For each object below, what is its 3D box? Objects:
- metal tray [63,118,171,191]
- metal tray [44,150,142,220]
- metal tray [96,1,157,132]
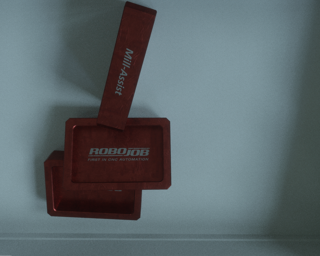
[{"bbox_3d":[-0.052,0.034,0.395,0.131,0.030,0.090,0,79,-3],"label":"metal tray"},{"bbox_3d":[-0.091,0.082,0.437,0.131,0.030,0.089,3,110,-2],"label":"metal tray"},{"bbox_3d":[-0.036,-0.071,0.350,0.030,0.090,0.129,16,109,-6],"label":"metal tray"}]
